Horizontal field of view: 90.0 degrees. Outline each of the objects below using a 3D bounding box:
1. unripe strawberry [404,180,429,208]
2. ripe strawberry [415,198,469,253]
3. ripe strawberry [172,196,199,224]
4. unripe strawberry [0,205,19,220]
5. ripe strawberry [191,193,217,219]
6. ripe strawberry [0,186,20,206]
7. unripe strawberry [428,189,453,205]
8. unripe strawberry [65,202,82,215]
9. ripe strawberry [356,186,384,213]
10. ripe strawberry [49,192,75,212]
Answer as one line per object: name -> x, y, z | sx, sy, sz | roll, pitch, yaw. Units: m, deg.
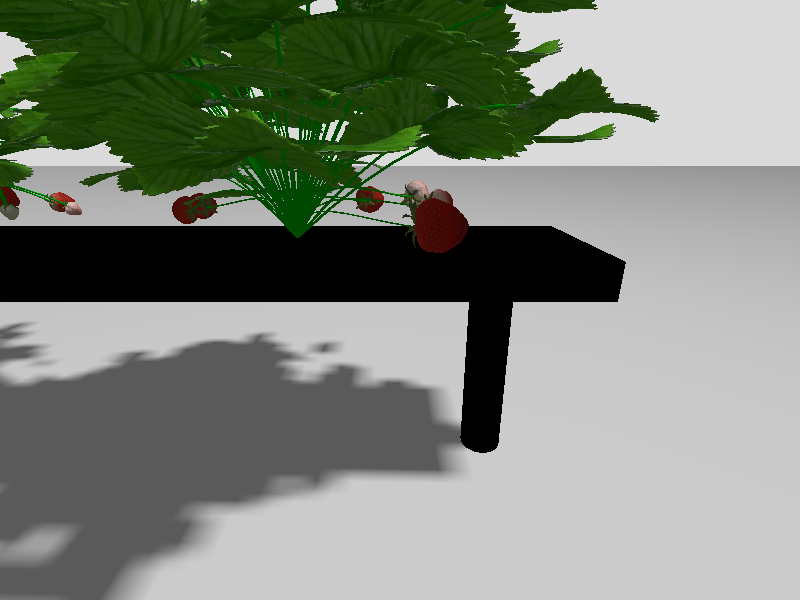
unripe strawberry -> 0.023, -0.137, 0.522 | 0.033, 0.037, 0.036 | 12, 23, 29
ripe strawberry -> 0.029, -0.053, 0.289 | 0.038, 0.040, 0.035 | 10, 23, 25
ripe strawberry -> -0.224, -0.094, 0.417 | 0.027, 0.028, 0.025 | 10, 22, 27
unripe strawberry -> -0.296, -0.066, 0.304 | 0.011, 0.011, 0.010 | 3, 20, 9
ripe strawberry -> -0.223, -0.105, 0.448 | 0.028, 0.028, 0.031 | 15, 25, 36
ripe strawberry -> -0.521, -0.135, 0.527 | 0.034, 0.030, 0.034 | 2, -9, 5
unripe strawberry -> 0.045, -0.105, 0.441 | 0.032, 0.033, 0.029 | -14, 24, -34
unripe strawberry -> -0.390, -0.109, 0.479 | 0.015, 0.016, 0.016 | 21, -8, 44
ripe strawberry -> -0.036, -0.125, 0.497 | 0.035, 0.032, 0.032 | 7, 21, 18
ripe strawberry -> -0.421, -0.122, 0.500 | 0.027, 0.024, 0.024 | 14, 18, 34
